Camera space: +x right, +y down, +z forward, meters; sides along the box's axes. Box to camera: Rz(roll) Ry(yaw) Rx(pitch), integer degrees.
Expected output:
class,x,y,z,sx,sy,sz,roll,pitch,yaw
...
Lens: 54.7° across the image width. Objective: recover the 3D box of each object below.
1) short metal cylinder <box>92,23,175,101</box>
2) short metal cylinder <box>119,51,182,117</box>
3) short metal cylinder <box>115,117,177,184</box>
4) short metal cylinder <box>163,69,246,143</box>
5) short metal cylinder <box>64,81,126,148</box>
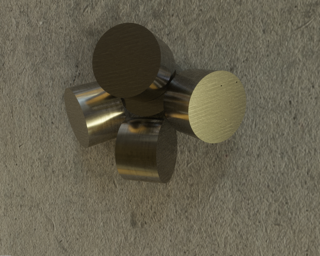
class,x,y,z,sx,sy,sz,roll,pitch,yaw
short metal cylinder,-0.028,-0.072,0.352,0.080,0.050,0.079,0,90,19
short metal cylinder,-0.009,-0.054,0.399,0.080,0.050,0.079,0,90,19
short metal cylinder,-0.014,0.026,0.384,0.050,0.080,0.079,2,91,20
short metal cylinder,0.051,-0.027,0.356,0.050,0.081,0.079,22,99,57
short metal cylinder,-0.086,-0.019,0.405,0.080,0.050,0.079,39,139,45
